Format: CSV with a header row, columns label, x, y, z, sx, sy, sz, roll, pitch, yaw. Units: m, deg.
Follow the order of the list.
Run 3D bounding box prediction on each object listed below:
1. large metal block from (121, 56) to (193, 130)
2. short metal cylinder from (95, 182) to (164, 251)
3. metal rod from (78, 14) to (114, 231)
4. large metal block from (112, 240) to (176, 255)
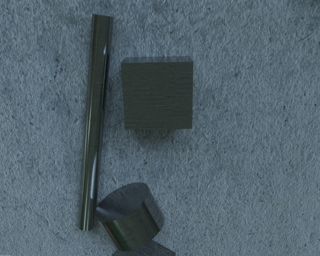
label,x,y,z,sx,sy,sz,roll,pitch,yaw
large metal block,-0.002,-0.044,0.380,0.080,0.050,0.079,-1,110,0
short metal cylinder,-0.041,0.119,0.424,0.080,0.080,0.050,-23,109,8
metal rod,-0.088,0.007,0.411,0.025,0.025,0.298,8,110,-3
large metal block,-0.031,0.218,0.477,0.080,0.050,0.080,33,107,-12
